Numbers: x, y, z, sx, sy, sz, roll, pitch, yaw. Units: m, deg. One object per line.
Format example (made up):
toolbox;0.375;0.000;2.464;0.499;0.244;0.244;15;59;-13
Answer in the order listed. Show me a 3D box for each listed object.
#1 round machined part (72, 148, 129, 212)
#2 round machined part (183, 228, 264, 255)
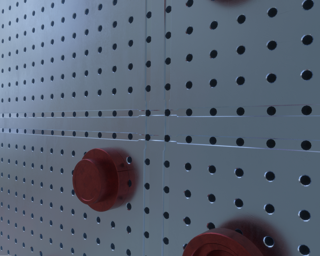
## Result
round machined part;-0.097;0.080;0.476;0.098;0.042;0.097;0;90;39
round machined part;0.075;0.158;0.336;0.098;0.042;0.097;0;90;39
